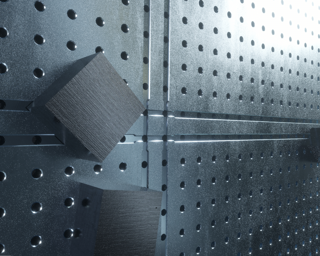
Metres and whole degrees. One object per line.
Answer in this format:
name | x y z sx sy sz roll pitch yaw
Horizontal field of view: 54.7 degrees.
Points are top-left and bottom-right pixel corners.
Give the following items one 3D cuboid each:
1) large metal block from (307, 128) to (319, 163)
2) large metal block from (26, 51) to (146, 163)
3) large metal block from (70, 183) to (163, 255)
large metal block | 0.401 0.043 0.715 0.080 0.080 0.050 42 65 -33
large metal block | -0.075 -0.021 0.331 0.080 0.050 0.080 52 59 -28
large metal block | -0.048 0.108 0.354 0.081 0.050 0.080 13 82 -40
